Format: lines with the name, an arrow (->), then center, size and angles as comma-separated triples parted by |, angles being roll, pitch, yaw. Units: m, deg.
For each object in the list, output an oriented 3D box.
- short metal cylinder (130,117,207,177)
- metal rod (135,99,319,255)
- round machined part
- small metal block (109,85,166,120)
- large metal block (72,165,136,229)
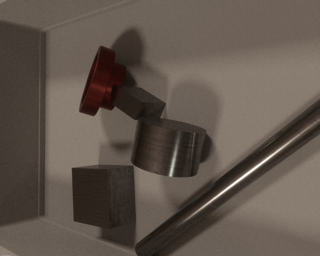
short metal cylinder -> 0.010, 0.020, 0.361 | 0.080, 0.081, 0.050 | 18, 101, 38
metal rod -> 0.066, 0.074, 0.350 | 0.299, 0.025, 0.025 | -46, 63, 29
round machined part -> -0.079, -0.063, 0.439 | 0.098, 0.042, 0.097 | -162, 89, -71
small metal block -> -0.029, -0.033, 0.411 | 0.050, 0.050, 0.025 | 34, 111, 31
large metal block -> -0.084, 0.097, 0.457 | 0.080, 0.050, 0.080 | -5, 87, 39
